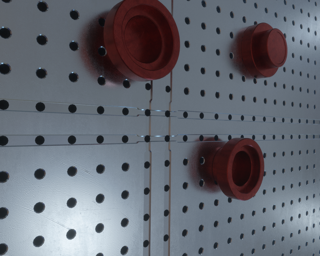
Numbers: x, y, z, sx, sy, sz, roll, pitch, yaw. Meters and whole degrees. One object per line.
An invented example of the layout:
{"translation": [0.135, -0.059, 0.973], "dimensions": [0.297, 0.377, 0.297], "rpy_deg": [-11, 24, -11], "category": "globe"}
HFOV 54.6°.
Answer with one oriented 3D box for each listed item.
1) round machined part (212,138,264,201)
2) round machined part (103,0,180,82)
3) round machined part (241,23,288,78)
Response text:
{"translation": [0.122, 0.064, 0.499], "dimensions": [0.099, 0.042, 0.097], "rpy_deg": [0, 90, -40], "category": "round machined part"}
{"translation": [-0.025, -0.105, 0.376], "dimensions": [0.099, 0.042, 0.097], "rpy_deg": [0, 90, -40], "category": "round machined part"}
{"translation": [0.193, -0.140, 0.558], "dimensions": [0.099, 0.042, 0.097], "rpy_deg": [0, 90, -40], "category": "round machined part"}
